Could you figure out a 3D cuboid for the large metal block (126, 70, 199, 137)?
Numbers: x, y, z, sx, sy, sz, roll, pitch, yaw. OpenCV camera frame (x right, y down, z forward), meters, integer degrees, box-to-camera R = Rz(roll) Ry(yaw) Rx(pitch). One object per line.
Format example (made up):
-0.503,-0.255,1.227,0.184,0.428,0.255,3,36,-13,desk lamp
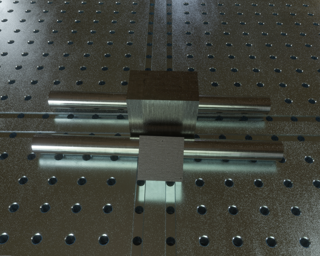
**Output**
0.004,-0.024,0.386,0.081,0.080,0.050,1,50,1,large metal block

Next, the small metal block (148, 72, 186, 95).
0.009,-0.064,0.442,0.050,0.025,0.050,1,16,0,small metal block

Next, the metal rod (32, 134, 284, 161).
-0.003,0.024,0.383,0.302,0.025,0.025,2,50,1,metal rod

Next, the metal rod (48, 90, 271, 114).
-0.001,-0.036,0.432,0.302,0.025,0.025,2,50,1,metal rod

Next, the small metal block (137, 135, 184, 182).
0.001,0.035,0.358,0.050,0.025,0.050,2,87,1,small metal block
